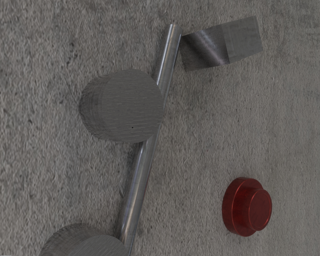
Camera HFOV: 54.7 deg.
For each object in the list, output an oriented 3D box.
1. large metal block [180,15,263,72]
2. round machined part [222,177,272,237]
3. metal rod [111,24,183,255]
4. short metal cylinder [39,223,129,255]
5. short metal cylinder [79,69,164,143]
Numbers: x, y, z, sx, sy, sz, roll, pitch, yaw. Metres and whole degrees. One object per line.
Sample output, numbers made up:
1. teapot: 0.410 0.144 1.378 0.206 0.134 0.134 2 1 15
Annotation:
1. large metal block: 0.085 -0.119 0.439 0.081 0.080 0.050 -26 107 -37
2. round machined part: 0.152 0.134 0.521 0.099 0.042 0.097 0 90 -40
3. metal rod: -0.014 0.009 0.392 0.025 0.025 0.299 21 77 -38
4. short metal cylinder: -0.079 0.145 0.322 0.081 0.050 0.080 0 90 -40
5. short metal cylinder: -0.043 -0.024 0.352 0.081 0.050 0.080 0 90 -40
